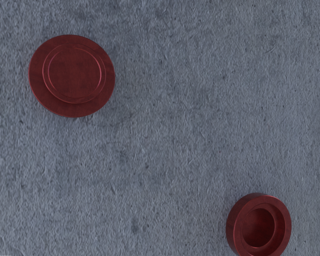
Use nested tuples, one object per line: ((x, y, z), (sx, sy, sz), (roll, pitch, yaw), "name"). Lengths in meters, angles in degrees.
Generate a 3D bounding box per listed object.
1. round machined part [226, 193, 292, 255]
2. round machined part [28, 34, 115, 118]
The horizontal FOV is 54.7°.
((0.138, 0.143, 0.451), (0.099, 0.042, 0.097), (0, 90, -20), "round machined part")
((-0.101, -0.061, 0.363), (0.099, 0.042, 0.097), (0, 90, -20), "round machined part")
